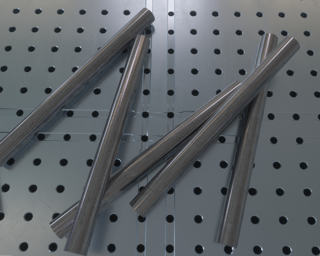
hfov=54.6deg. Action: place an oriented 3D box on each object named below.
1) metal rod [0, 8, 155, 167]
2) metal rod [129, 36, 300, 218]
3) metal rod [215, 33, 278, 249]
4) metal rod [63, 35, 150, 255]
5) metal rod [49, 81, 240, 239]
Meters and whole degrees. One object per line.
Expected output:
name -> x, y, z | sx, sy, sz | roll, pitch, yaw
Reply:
metal rod -> -0.114, -0.066, 0.435 | 0.025, 0.025, 0.301 | 39, 74, 13
metal rod -> 0.075, -0.007, 0.397 | 0.025, 0.025, 0.300 | 42, 81, 14
metal rod -> 0.120, 0.002, 0.411 | 0.025, 0.025, 0.300 | 16, 71, 6
metal rod -> -0.058, 0.002, 0.393 | 0.025, 0.025, 0.300 | 12, 64, 4
metal rod -> -0.005, 0.033, 0.399 | 0.301, 0.025, 0.025 | -37, 74, -13
